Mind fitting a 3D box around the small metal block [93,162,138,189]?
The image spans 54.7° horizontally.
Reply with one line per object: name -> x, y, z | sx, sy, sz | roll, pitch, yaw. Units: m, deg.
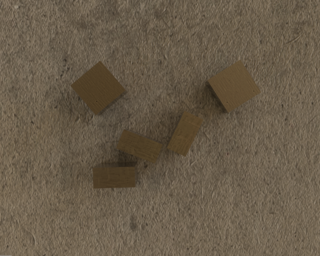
small metal block -> -0.055, 0.059, 0.397 | 0.050, 0.050, 0.025 | -2, 90, 0

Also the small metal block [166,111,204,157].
small metal block -> 0.030, 0.007, 0.398 | 0.025, 0.050, 0.050 | 26, 90, 0

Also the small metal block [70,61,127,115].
small metal block -> -0.079, -0.052, 0.409 | 0.050, 0.025, 0.050 | -40, 90, 0

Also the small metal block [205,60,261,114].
small metal block -> 0.096, -0.054, 0.411 | 0.050, 0.025, 0.050 | -32, 90, 0

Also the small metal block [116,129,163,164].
small metal block -> -0.025, 0.022, 0.397 | 0.050, 0.050, 0.025 | 22, 90, 0
